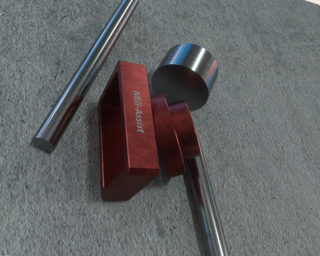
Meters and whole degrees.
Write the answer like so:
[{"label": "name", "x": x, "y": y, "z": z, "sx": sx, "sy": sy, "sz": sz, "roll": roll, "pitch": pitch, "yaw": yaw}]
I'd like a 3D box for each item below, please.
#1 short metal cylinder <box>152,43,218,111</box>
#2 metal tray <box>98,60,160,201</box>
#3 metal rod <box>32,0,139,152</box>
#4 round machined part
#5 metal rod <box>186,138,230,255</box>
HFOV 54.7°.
[{"label": "short metal cylinder", "x": 0.035, "y": -0.069, "z": 0.429, "sx": 0.080, "sy": 0.080, "sz": 0.050, "roll": 33, "pitch": 52, "yaw": -7}, {"label": "metal tray", "x": -0.039, "y": 0.004, "z": 0.338, "sx": 0.030, "sy": 0.090, "sz": 0.130, "roll": 6, "pitch": 59, "yaw": -25}, {"label": "metal rod", "x": -0.085, "y": -0.096, "z": 0.416, "sx": 0.025, "sy": 0.025, "sz": 0.300, "roll": 27, "pitch": 52, "yaw": -11}, {"label": "round machined part", "x": 0.017, "y": 0.006, "z": 0.359, "sx": 0.042, "sy": 0.098, "sz": 0.098, "roll": -16, "pitch": 66, "yaw": 0}, {"label": "metal rod", "x": 0.067, "y": 0.149, "z": 0.348, "sx": 0.025, "sy": 0.025, "sz": 0.299, "roll": 3, "pitch": 60, "yaw": -27}]
